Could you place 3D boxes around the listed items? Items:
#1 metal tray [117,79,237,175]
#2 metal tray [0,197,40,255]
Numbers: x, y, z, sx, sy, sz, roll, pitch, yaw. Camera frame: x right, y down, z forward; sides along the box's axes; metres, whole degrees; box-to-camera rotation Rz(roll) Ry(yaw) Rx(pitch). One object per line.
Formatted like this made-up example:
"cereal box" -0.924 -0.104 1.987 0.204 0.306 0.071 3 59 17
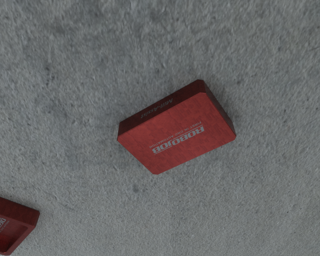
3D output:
"metal tray" 0.021 0.004 0.408 0.130 0.030 0.090 -27 125 21
"metal tray" -0.284 0.176 0.549 0.090 0.030 0.129 30 124 -24
